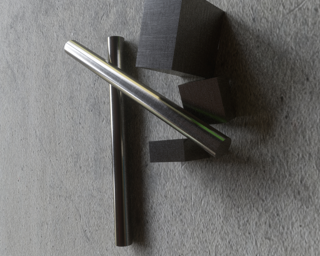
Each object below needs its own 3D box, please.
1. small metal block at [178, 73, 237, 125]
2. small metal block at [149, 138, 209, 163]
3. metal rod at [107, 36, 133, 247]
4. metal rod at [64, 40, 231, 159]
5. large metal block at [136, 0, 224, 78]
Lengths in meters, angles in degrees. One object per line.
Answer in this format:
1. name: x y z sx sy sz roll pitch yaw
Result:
1. small metal block: 0.053 -0.031 0.351 0.050 0.025 0.050 -7 103 39
2. small metal block: 0.023 0.026 0.368 0.050 0.050 0.025 -7 86 39
3. metal rod: -0.058 0.017 0.450 0.025 0.025 0.298 -4 87 39
4. metal rod: -0.036 -0.052 0.398 0.300 0.025 0.025 36 112 34
5. large metal block: 0.024 -0.101 0.348 0.050 0.081 0.079 14 98 39
